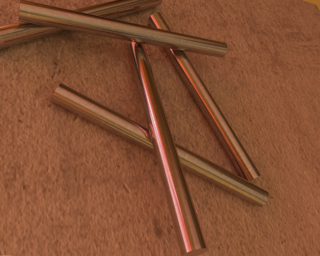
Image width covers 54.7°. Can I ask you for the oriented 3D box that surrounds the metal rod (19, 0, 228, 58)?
[{"bbox_3d":[-0.032,-0.133,0.435,0.303,0.025,0.025,3,61,-27],"label":"metal rod"}]

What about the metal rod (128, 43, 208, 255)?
[{"bbox_3d":[-0.002,-0.002,0.372,0.025,0.025,0.299,5,50,-26],"label":"metal rod"}]

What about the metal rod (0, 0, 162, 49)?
[{"bbox_3d":[-0.105,-0.162,0.446,0.302,0.025,0.025,-33,81,-38],"label":"metal rod"}]

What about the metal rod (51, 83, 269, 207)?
[{"bbox_3d":[0.009,0.027,0.393,0.301,0.025,0.025,28,52,-11],"label":"metal rod"}]

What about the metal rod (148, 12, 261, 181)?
[{"bbox_3d":[0.061,-0.055,0.471,0.025,0.025,0.299,-18,71,-35],"label":"metal rod"}]
